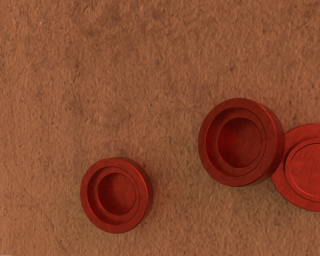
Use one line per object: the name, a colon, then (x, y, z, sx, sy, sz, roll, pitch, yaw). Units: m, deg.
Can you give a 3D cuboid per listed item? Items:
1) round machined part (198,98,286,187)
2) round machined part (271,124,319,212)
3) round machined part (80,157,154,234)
round machined part: (0.095, 0.017, 0.353, 0.098, 0.042, 0.097, -9, 77, 44)
round machined part: (0.172, 0.044, 0.340, 0.098, 0.042, 0.097, 0, 90, 19)
round machined part: (-0.054, 0.087, 0.418, 0.098, 0.042, 0.097, 0, 90, 19)
